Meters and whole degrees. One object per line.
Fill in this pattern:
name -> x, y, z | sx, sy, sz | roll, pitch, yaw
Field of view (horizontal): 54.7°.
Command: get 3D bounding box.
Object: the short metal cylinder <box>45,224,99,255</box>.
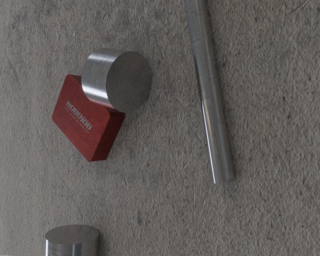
short metal cylinder -> -0.137, 0.189, 0.482 | 0.080, 0.081, 0.050 | 5, 93, 40

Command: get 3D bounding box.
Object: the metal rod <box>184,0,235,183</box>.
metal rod -> 0.051, -0.087, 0.362 | 0.025, 0.025, 0.298 | -13, 82, 39

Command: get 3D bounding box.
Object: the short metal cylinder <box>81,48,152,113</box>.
short metal cylinder -> -0.057, -0.065, 0.416 | 0.050, 0.081, 0.079 | 18, 102, 38

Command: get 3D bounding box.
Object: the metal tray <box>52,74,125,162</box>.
metal tray -> -0.120, -0.018, 0.501 | 0.130, 0.030, 0.089 | 40, 114, 32
